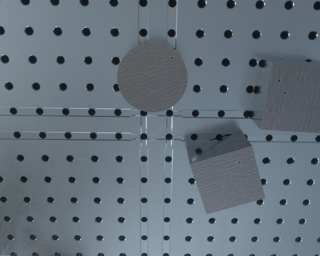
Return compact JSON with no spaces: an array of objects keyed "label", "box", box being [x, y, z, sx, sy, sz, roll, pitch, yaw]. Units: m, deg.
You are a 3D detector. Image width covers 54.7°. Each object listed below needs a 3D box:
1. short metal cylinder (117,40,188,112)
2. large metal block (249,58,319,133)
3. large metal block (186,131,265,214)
[{"label":"short metal cylinder","box":[-0.009,-0.064,0.376,0.081,0.050,0.079,0,110,0]},{"label":"large metal block","box":[0.164,-0.042,0.386,0.081,0.050,0.079,3,110,-2]},{"label":"large metal block","box":[0.088,0.060,0.423,0.080,0.050,0.080,-17,109,6]}]
